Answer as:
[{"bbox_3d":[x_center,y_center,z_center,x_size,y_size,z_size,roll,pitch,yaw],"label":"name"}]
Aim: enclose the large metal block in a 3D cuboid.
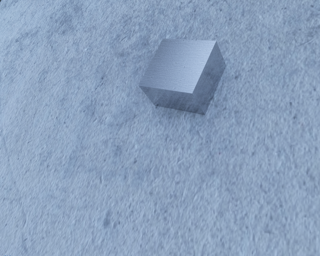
[{"bbox_3d":[0.031,-0.070,0.413,0.080,0.050,0.080,13,68,33],"label":"large metal block"}]
